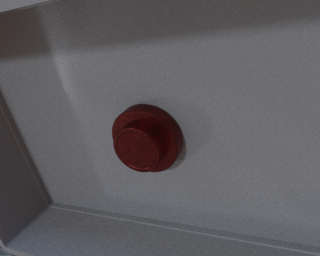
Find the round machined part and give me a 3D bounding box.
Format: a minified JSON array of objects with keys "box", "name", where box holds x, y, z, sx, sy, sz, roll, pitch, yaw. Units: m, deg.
[{"box":[-0.023,0.020,0.416,0.098,0.042,0.097,13,124,20],"name":"round machined part"}]
